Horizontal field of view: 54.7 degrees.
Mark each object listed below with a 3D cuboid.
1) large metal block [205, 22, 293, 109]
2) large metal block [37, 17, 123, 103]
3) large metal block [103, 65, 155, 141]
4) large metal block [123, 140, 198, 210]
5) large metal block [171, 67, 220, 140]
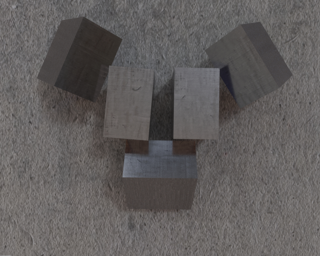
[{"bbox_3d":[0.111,-0.079,0.379,0.050,0.080,0.080,-31,90,37],"label":"large metal block"},{"bbox_3d":[-0.099,-0.082,0.373,0.050,0.080,0.080,23,90,-36],"label":"large metal block"},{"bbox_3d":[-0.035,-0.028,0.383,0.050,0.080,0.079,5,90,0],"label":"large metal block"},{"bbox_3d":[0.000,0.059,0.378,0.081,0.080,0.050,1,51,0],"label":"large metal block"},{"bbox_3d":[0.041,-0.028,0.384,0.050,0.080,0.079,1,90,0],"label":"large metal block"}]
